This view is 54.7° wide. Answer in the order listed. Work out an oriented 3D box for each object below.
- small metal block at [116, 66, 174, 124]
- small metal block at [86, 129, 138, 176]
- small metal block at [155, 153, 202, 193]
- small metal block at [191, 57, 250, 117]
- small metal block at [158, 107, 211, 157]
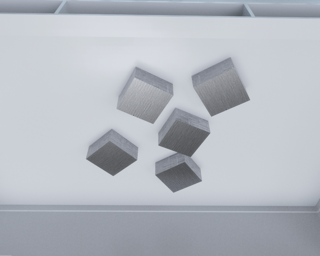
[{"bbox_3d":[-0.018,-0.039,0.376,0.050,0.025,0.050,23,127,-18],"label":"small metal block"},{"bbox_3d":[-0.067,0.036,0.439,0.050,0.025,0.050,-36,122,26],"label":"small metal block"},{"bbox_3d":[0.028,0.066,0.465,0.050,0.025,0.050,-27,125,21],"label":"small metal block"},{"bbox_3d":[0.072,-0.048,0.369,0.050,0.025,0.050,-24,126,19],"label":"small metal block"},{"bbox_3d":[0.031,0.007,0.415,0.050,0.025,0.050,21,127,-17],"label":"small metal block"}]
